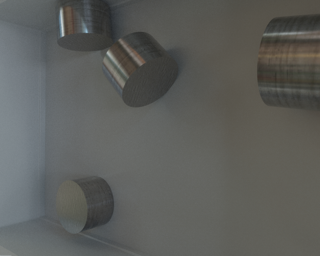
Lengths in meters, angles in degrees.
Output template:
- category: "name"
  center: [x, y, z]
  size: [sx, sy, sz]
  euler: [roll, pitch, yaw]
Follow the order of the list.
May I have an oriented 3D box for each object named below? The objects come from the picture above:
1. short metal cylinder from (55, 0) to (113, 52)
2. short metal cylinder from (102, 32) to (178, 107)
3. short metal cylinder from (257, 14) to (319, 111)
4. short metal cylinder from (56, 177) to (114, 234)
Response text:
- category: "short metal cylinder"
  center: [-0.112, -0.151, 0.461]
  size: [0.080, 0.081, 0.050]
  euler: [-8, 85, 39]
- category: "short metal cylinder"
  center: [-0.024, -0.072, 0.389]
  size: [0.080, 0.081, 0.050]
  euler: [-52, 60, 27]
- category: "short metal cylinder"
  center: [0.125, -0.056, 0.267]
  size: [0.050, 0.081, 0.079]
  euler: [10, 97, 39]
- category: "short metal cylinder"
  center: [-0.118, 0.118, 0.485]
  size: [0.080, 0.050, 0.079]
  euler: [0, 90, 39]
